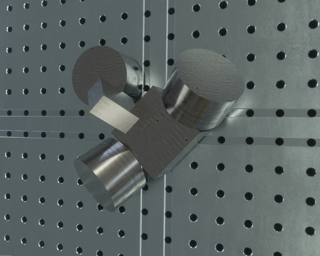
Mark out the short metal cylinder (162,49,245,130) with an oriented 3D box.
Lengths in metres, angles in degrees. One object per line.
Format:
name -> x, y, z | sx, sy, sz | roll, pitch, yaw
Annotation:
short metal cylinder -> 0.048, -0.045, 0.355 | 0.080, 0.081, 0.050 | 45, 142, 14

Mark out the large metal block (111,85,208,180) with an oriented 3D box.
large metal block -> 0.001, 0.005, 0.393 | 0.080, 0.050, 0.080 | 46, 104, 14

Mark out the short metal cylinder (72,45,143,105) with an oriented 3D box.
short metal cylinder -> -0.070, -0.066, 0.420 | 0.080, 0.050, 0.079 | 0, 90, 20

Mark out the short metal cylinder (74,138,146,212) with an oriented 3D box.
short metal cylinder -> -0.064, 0.059, 0.396 | 0.080, 0.050, 0.080 | 35, 145, 29

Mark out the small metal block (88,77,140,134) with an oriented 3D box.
small metal block -> -0.055, -0.027, 0.362 | 0.025, 0.050, 0.050 | -47, 32, 16
